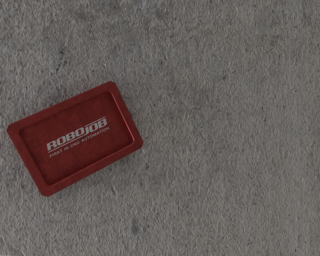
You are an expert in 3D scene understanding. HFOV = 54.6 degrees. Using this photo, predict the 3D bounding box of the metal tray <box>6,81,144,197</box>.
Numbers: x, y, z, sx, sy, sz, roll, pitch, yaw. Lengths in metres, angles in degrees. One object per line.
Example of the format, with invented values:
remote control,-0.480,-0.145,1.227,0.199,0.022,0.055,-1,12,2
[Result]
metal tray,-0.097,0.010,0.370,0.131,0.030,0.090,-27,99,-18
